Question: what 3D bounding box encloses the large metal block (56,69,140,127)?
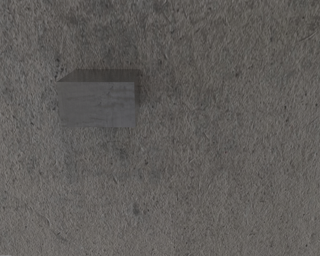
[{"bbox_3d":[-0.067,-0.038,0.366,0.080,0.080,0.050,0,110,0],"label":"large metal block"}]
